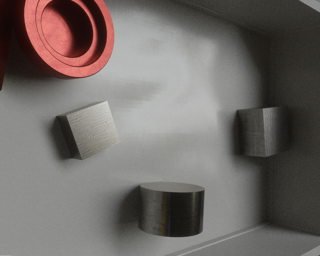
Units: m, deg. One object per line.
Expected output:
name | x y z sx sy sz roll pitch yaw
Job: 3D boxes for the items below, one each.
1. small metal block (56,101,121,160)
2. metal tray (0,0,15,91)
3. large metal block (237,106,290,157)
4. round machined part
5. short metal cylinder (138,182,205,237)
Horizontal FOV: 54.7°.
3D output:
small metal block | -0.078 0.002 0.343 0.050 0.025 0.050 -26 107 -37
metal tray | -0.152 -0.099 0.240 0.090 0.030 0.129 55 42 -82
large metal block | 0.184 0.004 0.548 0.081 0.050 0.079 -8 95 -40
round machined part | -0.097 -0.097 0.309 0.099 0.042 0.097 -3 94 -48
short metal cylinder | 0.014 0.098 0.385 0.081 0.080 0.050 5 87 -40
